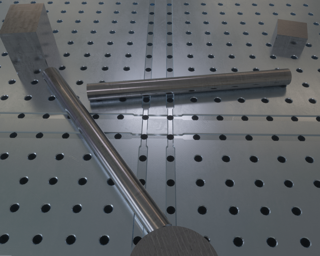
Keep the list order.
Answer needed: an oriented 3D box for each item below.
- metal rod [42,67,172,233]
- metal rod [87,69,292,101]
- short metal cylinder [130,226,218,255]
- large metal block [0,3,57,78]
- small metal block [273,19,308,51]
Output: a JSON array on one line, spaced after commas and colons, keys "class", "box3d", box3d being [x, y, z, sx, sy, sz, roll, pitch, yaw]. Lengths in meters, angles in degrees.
[{"class": "metal rod", "box3d": [-0.083, 0.012, 0.396, 0.025, 0.025, 0.300, -28, 55, -21]}, {"class": "metal rod", "box3d": [0.046, -0.065, 0.462, 0.302, 0.025, 0.025, -5, 50, -5]}, {"class": "short metal cylinder", "box3d": [0.012, 0.136, 0.277, 0.081, 0.050, 0.080, 0, 50, 0]}, {"class": "large metal block", "box3d": [-0.202, -0.137, 0.486, 0.050, 0.080, 0.080, -5, 50, -4]}, {"class": "small metal block", "box3d": [0.230, -0.165, 0.548, 0.050, 0.025, 0.050, 12, 51, 9]}]
